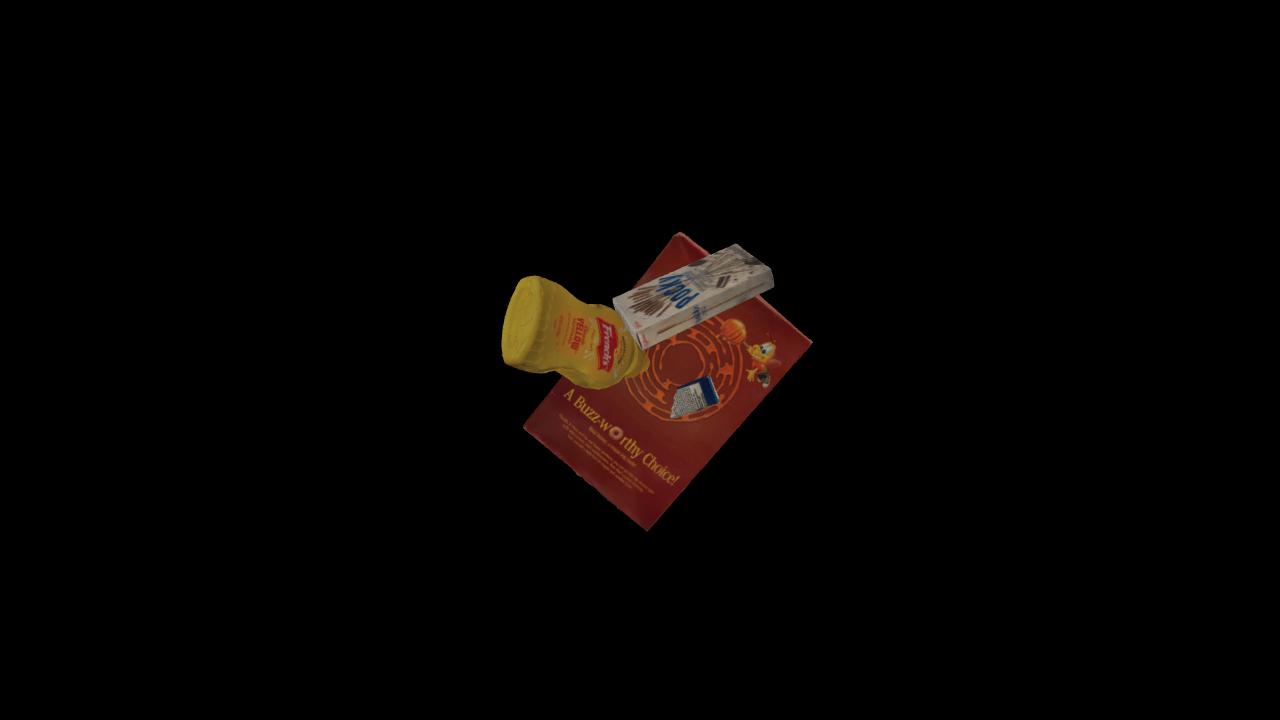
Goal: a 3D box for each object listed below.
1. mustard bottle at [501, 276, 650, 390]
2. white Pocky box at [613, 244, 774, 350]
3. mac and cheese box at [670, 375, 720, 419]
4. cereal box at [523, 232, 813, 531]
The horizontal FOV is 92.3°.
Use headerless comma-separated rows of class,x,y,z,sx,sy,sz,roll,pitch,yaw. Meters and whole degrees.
mustard bottle,-0.054,-0.017,0.640,0.054,0.092,0.184,-7,-19,41
white Pocky box,0.054,-0.069,0.648,0.154,0.028,0.084,-25,35,-6
mac and cheese box,0.016,0.061,0.767,0.184,0.041,0.093,-21,-2,19
cereal box,0.031,0.026,0.751,0.203,0.306,0.081,39,8,1
